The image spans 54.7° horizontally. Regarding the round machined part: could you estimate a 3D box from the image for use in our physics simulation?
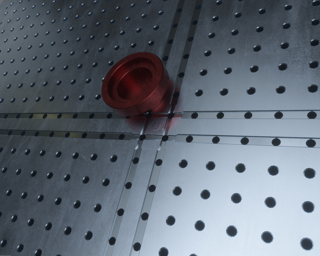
[{"bbox_3d":[-0.032,-0.059,0.448,0.098,0.042,0.098,-13,56,20],"label":"round machined part"}]
